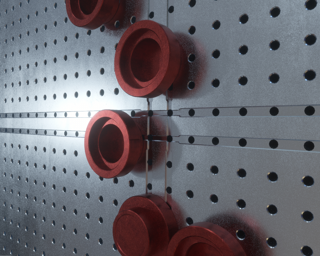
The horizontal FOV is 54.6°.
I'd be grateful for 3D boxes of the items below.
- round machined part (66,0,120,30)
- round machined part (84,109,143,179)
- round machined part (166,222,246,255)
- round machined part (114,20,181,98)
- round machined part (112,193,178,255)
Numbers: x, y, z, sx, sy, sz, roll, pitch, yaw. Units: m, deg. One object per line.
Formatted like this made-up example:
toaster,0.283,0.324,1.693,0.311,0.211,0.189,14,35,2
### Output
round machined part,-0.101,-0.202,0.483,0.098,0.042,0.097,0,90,40
round machined part,-0.063,0.022,0.452,0.098,0.042,0.097,0,90,40
round machined part,0.058,0.156,0.351,0.098,0.042,0.097,0,90,40
round machined part,-0.012,-0.088,0.409,0.098,0.042,0.097,0,90,40
round machined part,-0.027,0.141,0.421,0.098,0.042,0.097,0,90,40
